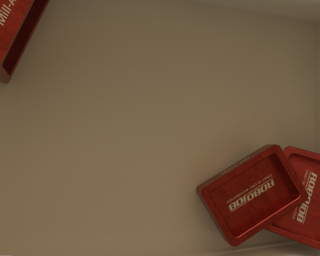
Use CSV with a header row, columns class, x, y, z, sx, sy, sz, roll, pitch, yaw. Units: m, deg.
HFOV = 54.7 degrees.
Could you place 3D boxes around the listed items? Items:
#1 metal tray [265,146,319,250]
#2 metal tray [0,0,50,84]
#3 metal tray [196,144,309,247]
class,x,y,z,sx,sy,sz,roll,pitch,yaw
metal tray,0.215,0.101,0.459,0.090,0.030,0.130,16,83,22
metal tray,-0.149,-0.114,0.320,0.030,0.090,0.130,25,82,-18
metal tray,0.129,0.092,0.436,0.131,0.030,0.090,-30,90,-9
